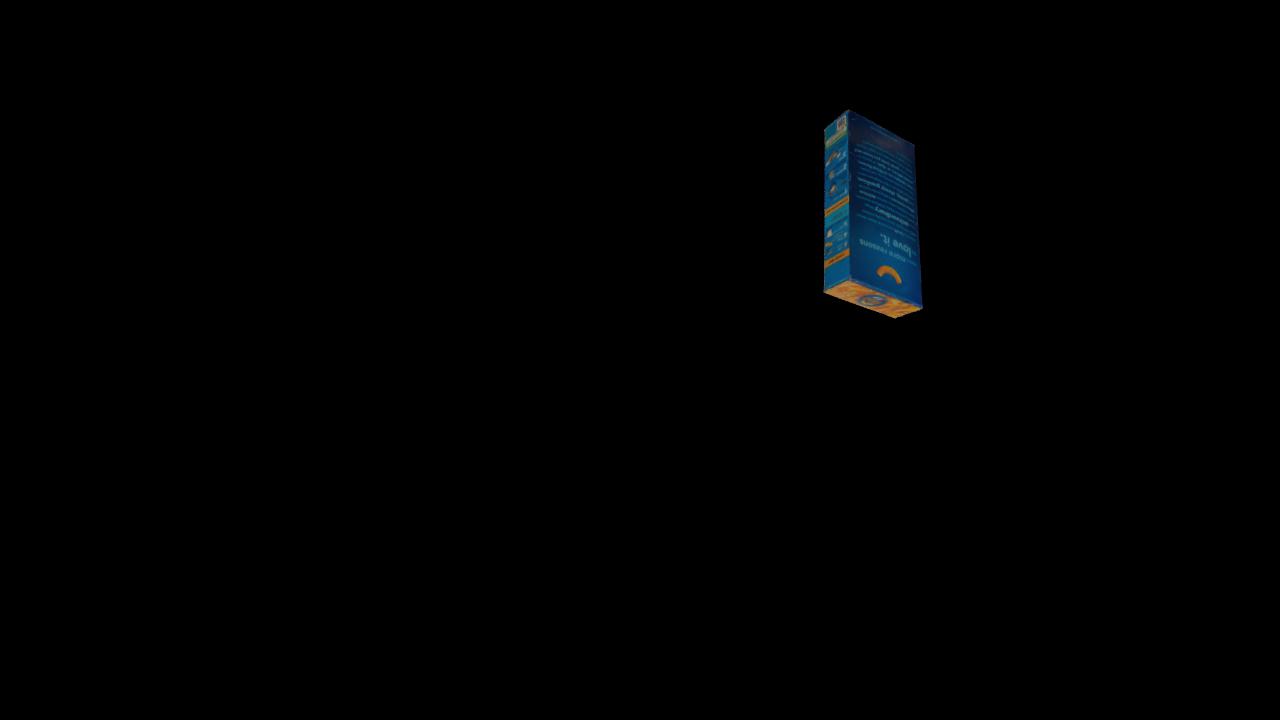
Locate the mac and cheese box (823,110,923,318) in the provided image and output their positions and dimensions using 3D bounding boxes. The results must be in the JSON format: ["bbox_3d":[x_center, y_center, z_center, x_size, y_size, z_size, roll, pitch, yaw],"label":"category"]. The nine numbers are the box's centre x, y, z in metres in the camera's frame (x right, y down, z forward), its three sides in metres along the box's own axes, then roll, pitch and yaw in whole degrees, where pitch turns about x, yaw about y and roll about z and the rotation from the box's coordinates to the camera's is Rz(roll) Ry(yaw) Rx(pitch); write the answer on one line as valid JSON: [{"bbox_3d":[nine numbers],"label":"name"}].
[{"bbox_3d":[0.222,-0.140,0.590,0.093,0.184,0.041,16,-21,-24],"label":"mac and cheese box"}]
